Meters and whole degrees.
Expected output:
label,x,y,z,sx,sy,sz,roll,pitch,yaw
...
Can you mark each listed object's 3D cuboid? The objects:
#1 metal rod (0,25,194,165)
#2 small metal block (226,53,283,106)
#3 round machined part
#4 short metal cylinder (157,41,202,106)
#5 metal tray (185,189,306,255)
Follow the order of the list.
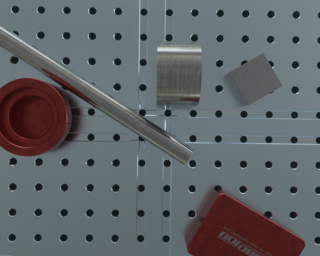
label,x,y,z,sx,sy,sz,roll,pitch,yaw
metal rod,-0.088,-0.043,0.412,0.301,0.025,0.025,33,90,-1
small metal block,0.125,-0.064,0.415,0.050,0.025,0.050,-30,90,-1
round machined part,-0.164,-0.014,0.403,0.099,0.042,0.097,0,90,-1
short metal cylinder,0.022,-0.067,0.386,0.050,0.080,0.079,1,90,0
metal tray,0.111,0.153,0.413,0.130,0.030,0.090,31,90,-1
